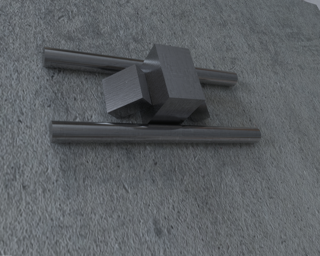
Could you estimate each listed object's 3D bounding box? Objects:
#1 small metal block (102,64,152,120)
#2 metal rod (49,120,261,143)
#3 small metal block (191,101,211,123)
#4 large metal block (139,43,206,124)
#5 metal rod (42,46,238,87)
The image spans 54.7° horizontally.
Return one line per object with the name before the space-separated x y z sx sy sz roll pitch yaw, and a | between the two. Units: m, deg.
small metal block | -0.043 -0.045 0.394 0.025 0.050 0.050 37 36 -59
metal rod | 0.014 0.008 0.409 0.303 0.025 0.025 2 61 -28
small metal block | 0.050 -0.042 0.442 0.025 0.050 0.050 -18 64 9
large metal block | 0.007 -0.051 0.409 0.050 0.080 0.080 1 62 -28
metal rod | -0.010 -0.085 0.453 0.303 0.025 0.025 1 61 -28
